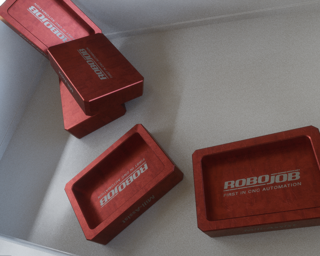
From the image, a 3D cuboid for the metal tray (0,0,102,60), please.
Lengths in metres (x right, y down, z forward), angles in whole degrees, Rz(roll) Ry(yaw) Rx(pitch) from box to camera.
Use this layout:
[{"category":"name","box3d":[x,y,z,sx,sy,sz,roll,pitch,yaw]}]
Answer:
[{"category":"metal tray","box3d":[-0.169,-0.163,0.485,0.090,0.130,0.030,-54,28,-12]}]

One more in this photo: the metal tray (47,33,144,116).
[{"category":"metal tray","box3d":[-0.094,-0.083,0.451,0.091,0.030,0.130,-25,57,-25]}]

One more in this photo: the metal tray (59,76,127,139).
[{"category":"metal tray","box3d":[-0.111,-0.057,0.494,0.090,0.030,0.130,-28,52,10]}]

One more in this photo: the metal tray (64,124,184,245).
[{"category":"metal tray","box3d":[-0.047,0.067,0.384,0.130,0.030,0.090,-40,51,0]}]

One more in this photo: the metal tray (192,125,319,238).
[{"category":"metal tray","box3d":[0.102,0.056,0.314,0.130,0.030,0.090,-14,56,20]}]
